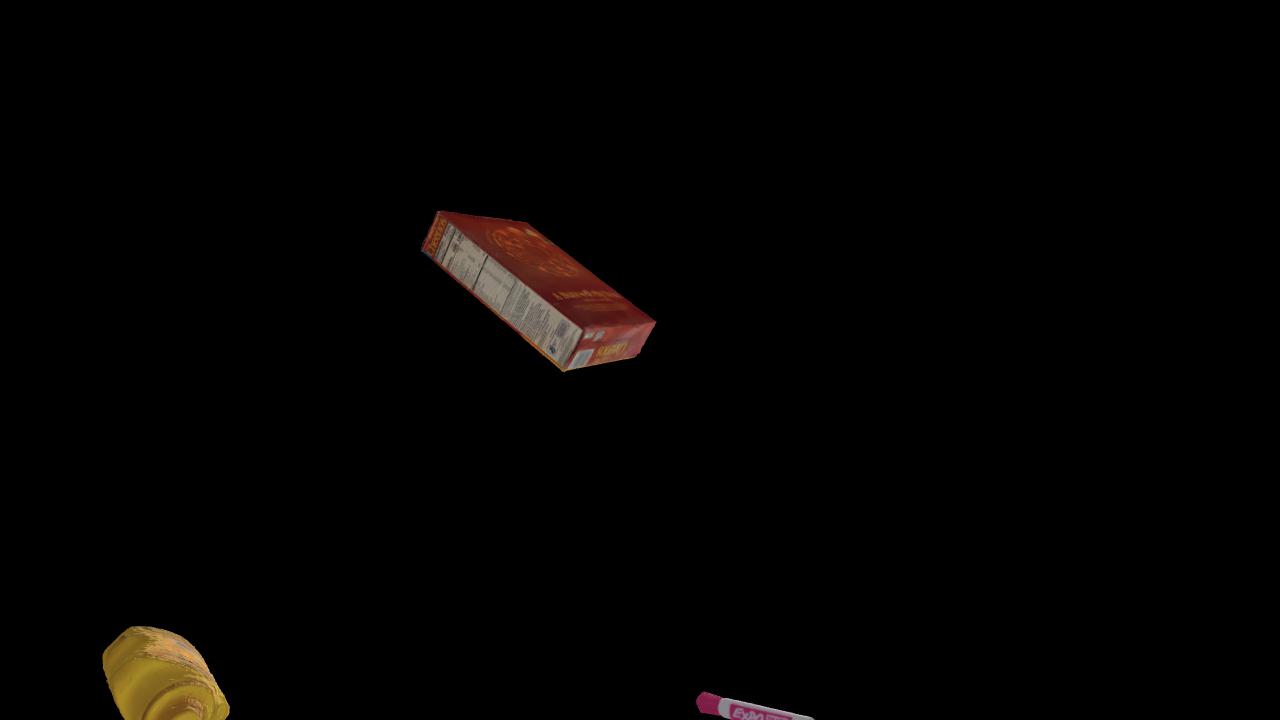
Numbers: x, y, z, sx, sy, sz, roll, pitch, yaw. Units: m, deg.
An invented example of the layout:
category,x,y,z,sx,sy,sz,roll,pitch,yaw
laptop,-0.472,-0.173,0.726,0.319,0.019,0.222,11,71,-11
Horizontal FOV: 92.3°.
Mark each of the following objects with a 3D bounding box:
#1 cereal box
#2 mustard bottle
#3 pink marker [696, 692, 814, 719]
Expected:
category,x,y,z,sx,sy,sz,roll,pitch,yaw
cereal box,-0.147,-0.109,0.921,0.306,0.081,0.203,38,22,19
mustard bottle,-0.373,0.263,0.488,0.184,0.092,0.054,-11,27,46
pink marker,0.104,0.330,0.573,0.121,0.020,0.020,-11,-7,40
